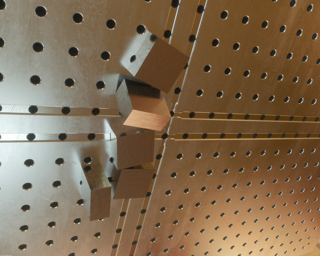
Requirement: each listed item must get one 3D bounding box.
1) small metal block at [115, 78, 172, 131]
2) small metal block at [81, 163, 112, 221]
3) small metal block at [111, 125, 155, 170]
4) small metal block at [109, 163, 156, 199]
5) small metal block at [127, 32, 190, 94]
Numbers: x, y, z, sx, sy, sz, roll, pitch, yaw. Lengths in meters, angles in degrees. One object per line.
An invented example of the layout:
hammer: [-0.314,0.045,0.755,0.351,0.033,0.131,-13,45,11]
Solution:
small metal block: [-0.020,-0.027,0.363,0.050,0.050,0.025,10,134,-33]
small metal block: [-0.083,0.082,0.399,0.025,0.050,0.050,-6,121,-25]
small metal block: [-0.036,0.022,0.405,0.050,0.025,0.050,-11,123,-23]
small metal block: [-0.040,0.071,0.432,0.050,0.025,0.050,5,116,-31]
small metal block: [-0.002,-0.075,0.363,0.050,0.025,0.050,23,106,-37]
